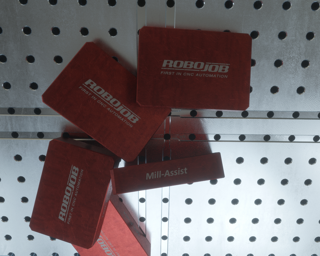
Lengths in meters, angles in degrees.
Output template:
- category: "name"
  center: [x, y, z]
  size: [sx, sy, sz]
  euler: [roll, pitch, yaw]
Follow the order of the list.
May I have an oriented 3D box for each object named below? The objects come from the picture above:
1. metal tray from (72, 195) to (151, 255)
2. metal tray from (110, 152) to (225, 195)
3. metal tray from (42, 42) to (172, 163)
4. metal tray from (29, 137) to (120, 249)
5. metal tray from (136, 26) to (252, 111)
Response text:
- category: "metal tray"
  center: [-0.082, 0.163, 0.470]
  size: [0.090, 0.030, 0.130]
  euler: [-26, 109, 9]
- category: "metal tray"
  center: [0.011, 0.059, 0.398]
  size: [0.131, 0.090, 0.030]
  euler: [-9, 81, 3]
- category: "metal tray"
  center: [-0.063, -0.029, 0.381]
  size: [0.130, 0.030, 0.090]
  euler: [38, 81, -13]
- category: "metal tray"
  center: [-0.114, 0.086, 0.417]
  size: [0.090, 0.030, 0.129]
  euler: [16, 97, 5]
- category: "metal tray"
  center: [0.039, -0.067, 0.366]
  size: [0.131, 0.030, 0.089]
  euler: [2, 90, -6]
